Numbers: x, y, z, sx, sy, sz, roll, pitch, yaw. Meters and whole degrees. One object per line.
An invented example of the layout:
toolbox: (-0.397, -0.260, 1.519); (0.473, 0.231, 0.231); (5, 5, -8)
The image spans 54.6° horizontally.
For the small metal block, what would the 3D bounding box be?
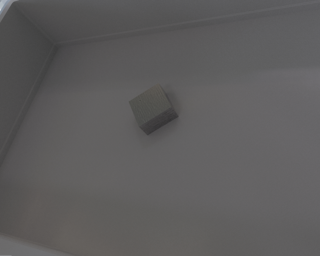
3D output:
small metal block: (-0.009, -0.026, 0.428); (0.050, 0.025, 0.050); (-31, 52, 8)
